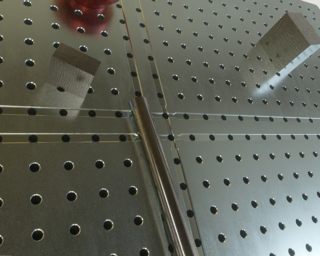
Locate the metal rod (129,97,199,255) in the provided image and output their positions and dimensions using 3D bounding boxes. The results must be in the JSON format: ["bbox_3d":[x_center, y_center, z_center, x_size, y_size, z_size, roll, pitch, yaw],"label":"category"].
[{"bbox_3d":[0.015,0.096,0.357,0.025,0.025,0.299,-5,64,-31],"label":"metal rod"}]

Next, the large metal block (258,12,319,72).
[{"bbox_3d":[0.259,-0.170,0.616,0.050,0.080,0.080,-14,69,-34],"label":"large metal block"}]

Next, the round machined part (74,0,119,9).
[{"bbox_3d":[-0.105,-0.225,0.478,0.099,0.042,0.098,14,56,-21],"label":"round machined part"}]

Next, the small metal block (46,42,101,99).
[{"bbox_3d":[-0.106,-0.068,0.377,0.050,0.050,0.025,25,53,-13],"label":"small metal block"}]
